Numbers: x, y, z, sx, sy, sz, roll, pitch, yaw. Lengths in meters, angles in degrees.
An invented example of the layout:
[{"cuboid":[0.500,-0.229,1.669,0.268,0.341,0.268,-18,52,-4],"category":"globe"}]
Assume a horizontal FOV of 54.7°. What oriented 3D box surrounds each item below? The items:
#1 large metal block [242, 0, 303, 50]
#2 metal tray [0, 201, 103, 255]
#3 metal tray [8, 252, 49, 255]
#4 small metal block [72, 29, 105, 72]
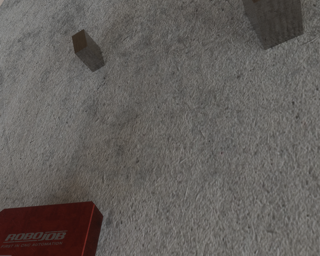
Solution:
[{"cuboid":[0.139,-0.162,0.396,0.050,0.080,0.080,-22,54,15],"category":"large metal block"},{"cuboid":[-0.140,0.137,0.362,0.131,0.030,0.090,-7,43,11],"category":"metal tray"},{"cuboid":[-0.177,0.212,0.364,0.090,0.030,0.130,2,62,29],"category":"metal tray"},{"cuboid":[-0.124,-0.133,0.535,0.025,0.050,0.050,-28,52,10],"category":"small metal block"}]
